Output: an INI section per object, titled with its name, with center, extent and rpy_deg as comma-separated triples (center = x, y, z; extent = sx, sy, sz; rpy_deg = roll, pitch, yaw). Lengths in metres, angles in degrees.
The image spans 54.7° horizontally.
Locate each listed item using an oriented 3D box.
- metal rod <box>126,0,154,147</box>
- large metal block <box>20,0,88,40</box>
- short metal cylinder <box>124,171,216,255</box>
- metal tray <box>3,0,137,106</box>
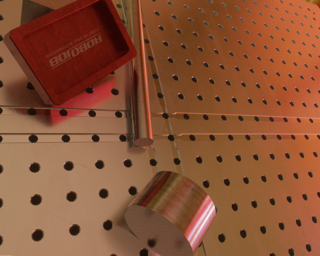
[metal rod]
center = -0.034, -0.113, 0.457
extent = 0.025, 0.025, 0.299
rpy_deg = 8, 58, -24
[large metal block]
center = -0.134, -0.166, 0.421
extent = 0.081, 0.050, 0.080
rpy_deg = 16, 55, -19
[short metal cylinder]
center = 0.010, 0.092, 0.322
extent = 0.080, 0.080, 0.050
rpy_deg = 43, 51, 1
[metal tray]
center = -0.099, -0.096, 0.369
extent = 0.131, 0.030, 0.090
rpy_deg = -40, 116, -29
